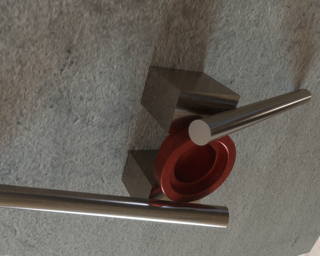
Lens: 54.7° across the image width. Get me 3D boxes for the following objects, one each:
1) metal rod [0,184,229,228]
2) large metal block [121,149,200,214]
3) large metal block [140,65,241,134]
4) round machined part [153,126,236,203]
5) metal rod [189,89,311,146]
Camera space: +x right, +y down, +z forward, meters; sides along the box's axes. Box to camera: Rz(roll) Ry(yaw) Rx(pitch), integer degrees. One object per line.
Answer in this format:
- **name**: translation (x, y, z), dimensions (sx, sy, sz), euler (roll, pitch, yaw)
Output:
- **metal rod**: translation (-0.070, 0.088, 0.354), dimensions (0.302, 0.025, 0.025), euler (7, 117, -7)
- **large metal block**: translation (0.003, 0.071, 0.420), dimensions (0.081, 0.080, 0.050), euler (1, 118, -29)
- **large metal block**: translation (0.033, -0.034, 0.371), dimensions (0.081, 0.080, 0.050), euler (1, 118, -29)
- **round machined part**: translation (0.037, 0.037, 0.365), dimensions (0.099, 0.042, 0.097), euler (-14, 125, -21)
- **metal rod**: translation (0.137, -0.024, 0.401), dimensions (0.302, 0.025, 0.025), euler (-16, 128, -47)
